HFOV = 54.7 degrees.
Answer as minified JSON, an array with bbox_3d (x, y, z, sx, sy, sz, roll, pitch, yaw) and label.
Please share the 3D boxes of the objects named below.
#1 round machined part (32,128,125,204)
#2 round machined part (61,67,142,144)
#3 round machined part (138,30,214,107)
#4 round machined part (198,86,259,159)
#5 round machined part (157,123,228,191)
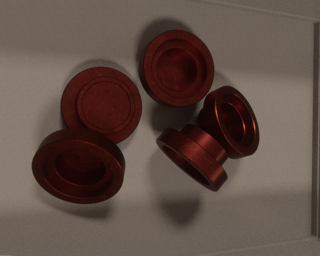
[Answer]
[{"bbox_3d":[-0.088,0.038,0.352,0.099,0.042,0.097,1,126,1],"label":"round machined part"},{"bbox_3d":[-0.069,-0.026,0.377,0.099,0.042,0.097,0,90,-21],"label":"round machined part"},{"bbox_3d":[0.019,-0.075,0.409,0.099,0.042,0.097,0,90,-21],"label":"round machined part"},{"bbox_3d":[0.090,-0.005,0.421,0.099,0.042,0.098,22,57,-38],"label":"round machined part"},{"bbox_3d":[0.046,0.032,0.389,0.098,0.098,0.042,45,78,-15],"label":"round machined part"}]
